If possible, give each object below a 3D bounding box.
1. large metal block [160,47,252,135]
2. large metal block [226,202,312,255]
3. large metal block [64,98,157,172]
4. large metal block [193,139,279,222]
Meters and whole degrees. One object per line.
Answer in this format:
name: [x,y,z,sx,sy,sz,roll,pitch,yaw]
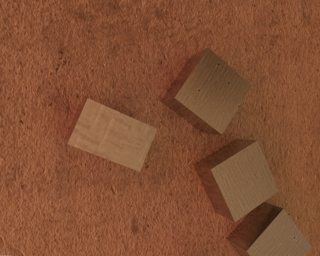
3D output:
large metal block: [0.062,-0.047,0.418,0.080,0.050,0.080,36,78,-17]
large metal block: [0.160,0.168,0.455,0.080,0.050,0.080,-42,103,-15]
large metal block: [-0.061,0.008,0.357,0.080,0.080,0.050,24,82,-19]
large metal block: [0.107,0.070,0.435,0.080,0.050,0.080,-28,100,-18]
